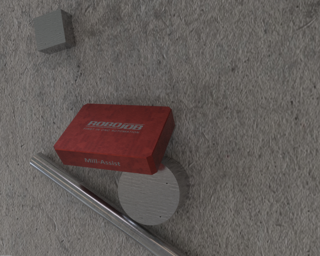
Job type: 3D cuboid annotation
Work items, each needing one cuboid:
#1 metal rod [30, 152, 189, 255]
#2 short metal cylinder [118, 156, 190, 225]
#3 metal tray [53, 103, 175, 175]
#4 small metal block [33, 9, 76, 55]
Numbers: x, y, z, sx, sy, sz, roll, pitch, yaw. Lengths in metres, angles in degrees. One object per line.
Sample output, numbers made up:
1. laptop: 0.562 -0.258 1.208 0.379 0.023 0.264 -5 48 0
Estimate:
1. metal rod: -0.065 0.120 0.431 0.300 0.025 0.025 30 100 17
2. short metal cylinder: -0.006 0.078 0.398 0.080 0.050 0.080 0 90 20
3. metal tray: -0.055 0.010 0.395 0.130 0.090 0.030 4 134 19
4. small metal block: -0.158 -0.143 0.465 0.050 0.025 0.050 -11 86 19
